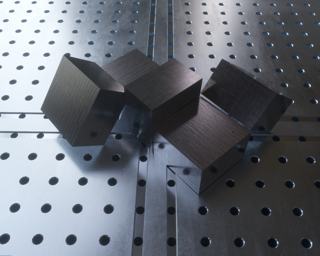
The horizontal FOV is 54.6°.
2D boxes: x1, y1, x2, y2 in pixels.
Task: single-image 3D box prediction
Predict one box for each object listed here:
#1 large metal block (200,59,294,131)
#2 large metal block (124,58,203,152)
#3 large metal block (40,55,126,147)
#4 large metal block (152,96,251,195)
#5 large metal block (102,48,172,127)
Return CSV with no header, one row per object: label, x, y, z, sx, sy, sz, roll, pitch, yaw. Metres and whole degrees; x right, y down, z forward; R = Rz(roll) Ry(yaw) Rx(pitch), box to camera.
large metal block,0.113,-0.040,0.399,0.080,0.050,0.080,42,21,28
large metal block,0.004,-0.029,0.396,0.080,0.080,0.050,-35,59,-26
large metal block,-0.095,-0.033,0.390,0.080,0.080,0.050,42,22,29
large metal block,0.048,0.018,0.376,0.080,0.050,0.080,-34,56,-25
large metal block,-0.038,-0.057,0.439,0.080,0.050,0.080,-35,59,-24
